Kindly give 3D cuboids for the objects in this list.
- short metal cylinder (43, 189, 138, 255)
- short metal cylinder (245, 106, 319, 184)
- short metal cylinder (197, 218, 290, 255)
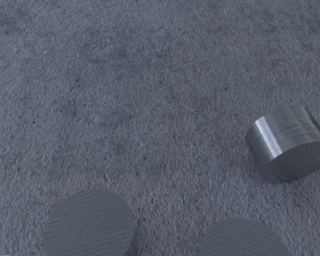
[{"bbox_3d":[-0.063,0.106,0.297,0.080,0.050,0.080,0,50,0],"label":"short metal cylinder"},{"bbox_3d":[0.144,0.021,0.351,0.081,0.080,0.050,-9,51,-7],"label":"short metal cylinder"},{"bbox_3d":[0.071,0.129,0.279,0.080,0.050,0.080,0,50,0],"label":"short metal cylinder"}]
